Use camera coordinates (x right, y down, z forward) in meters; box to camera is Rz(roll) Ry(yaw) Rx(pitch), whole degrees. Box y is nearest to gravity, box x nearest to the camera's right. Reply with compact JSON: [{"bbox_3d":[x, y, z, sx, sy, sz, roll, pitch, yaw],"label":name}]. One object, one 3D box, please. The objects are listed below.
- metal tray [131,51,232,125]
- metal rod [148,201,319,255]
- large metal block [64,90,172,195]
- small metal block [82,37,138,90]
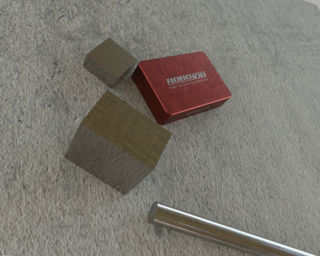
[{"bbox_3d":[0.035,-0.063,0.460,0.131,0.030,0.090,-18,72,-35],"label":"metal tray"},{"bbox_3d":[0.127,0.148,0.383,0.302,0.025,0.025,22,54,-16],"label":"metal rod"},{"bbox_3d":[-0.047,0.019,0.333,0.080,0.080,0.050,34,51,-7],"label":"large metal block"},{"bbox_3d":[-0.067,-0.089,0.423,0.050,0.025,0.050,39,51,-2],"label":"small metal block"}]
